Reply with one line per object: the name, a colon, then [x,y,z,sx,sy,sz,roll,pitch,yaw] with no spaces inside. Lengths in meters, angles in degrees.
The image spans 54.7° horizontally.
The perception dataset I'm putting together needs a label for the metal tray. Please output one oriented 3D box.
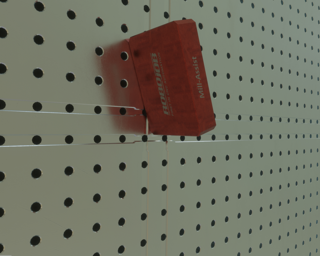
metal tray: [0.013,-0.056,0.379,0.030,0.090,0.129,-22,105,-38]
